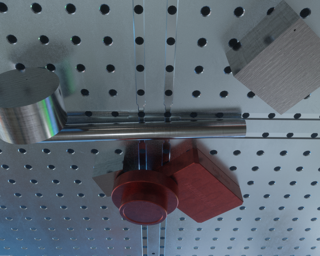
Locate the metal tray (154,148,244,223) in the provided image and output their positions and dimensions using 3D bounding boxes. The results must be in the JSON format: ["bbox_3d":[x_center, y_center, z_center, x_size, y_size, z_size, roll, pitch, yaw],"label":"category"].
[{"bbox_3d":[0.059,0.096,0.491,0.090,0.030,0.130,-33,123,24],"label":"metal tray"}]

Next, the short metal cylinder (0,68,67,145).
[{"bbox_3d":[-0.150,-0.027,0.351,0.081,0.080,0.050,0,130,-1],"label":"short metal cylinder"}]

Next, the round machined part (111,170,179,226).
[{"bbox_3d":[-0.022,0.107,0.453,0.099,0.042,0.097,3,134,3],"label":"round machined part"}]

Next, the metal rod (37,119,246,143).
[{"bbox_3d":[-0.039,0.004,0.414,0.302,0.025,0.025,-2,130,1],"label":"metal rod"}]

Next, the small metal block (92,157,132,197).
[{"bbox_3d":[-0.068,0.076,0.475,0.050,0.025,0.050,-17,129,13],"label":"small metal block"}]

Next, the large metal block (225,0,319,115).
[{"bbox_3d":[0.132,-0.073,0.335,0.080,0.050,0.080,32,123,-25],"label":"large metal block"}]
